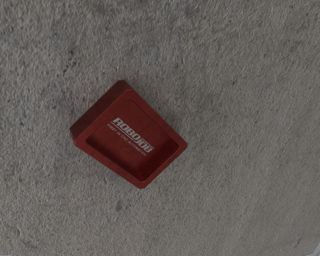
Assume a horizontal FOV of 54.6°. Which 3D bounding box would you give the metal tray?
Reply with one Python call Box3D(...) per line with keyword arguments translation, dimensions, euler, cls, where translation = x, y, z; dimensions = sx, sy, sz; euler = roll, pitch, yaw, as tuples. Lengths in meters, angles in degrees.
Box3D(translation=(-0.035, 0.014, 0.392), dimensions=(0.090, 0.030, 0.130), euler=(-44, 129, 2), cls="metal tray")
